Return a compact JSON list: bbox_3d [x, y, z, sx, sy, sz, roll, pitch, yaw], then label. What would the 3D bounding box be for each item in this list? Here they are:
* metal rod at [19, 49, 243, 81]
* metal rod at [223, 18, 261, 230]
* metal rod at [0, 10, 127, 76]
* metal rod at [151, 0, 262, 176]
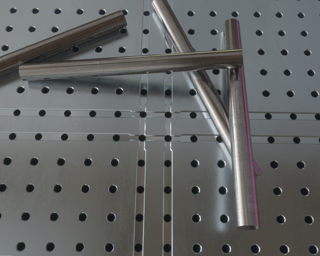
[{"bbox_3d":[-0.043,-0.085,0.422,0.302,0.025,0.025,-2,70,6],"label":"metal rod"},{"bbox_3d":[0.101,-0.026,0.399,0.025,0.025,0.299,3,62,1],"label":"metal rod"},{"bbox_3d":[-0.190,-0.105,0.447,0.302,0.025,0.025,-25,72,-9],"label":"metal rod"},{"bbox_3d":[0.058,-0.066,0.436,0.025,0.025,0.299,-22,72,-8],"label":"metal rod"}]
